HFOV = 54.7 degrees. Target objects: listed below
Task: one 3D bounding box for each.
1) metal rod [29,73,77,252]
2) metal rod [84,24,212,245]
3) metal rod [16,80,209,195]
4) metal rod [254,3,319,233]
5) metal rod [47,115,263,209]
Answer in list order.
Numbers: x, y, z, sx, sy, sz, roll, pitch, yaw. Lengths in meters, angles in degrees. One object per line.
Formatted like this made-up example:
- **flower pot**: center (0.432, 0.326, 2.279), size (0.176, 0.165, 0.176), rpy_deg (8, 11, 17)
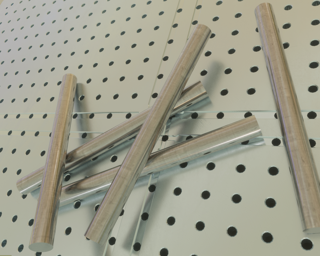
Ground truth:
- **metal rod**: center (-0.143, 0.022, 0.437), size (0.025, 0.025, 0.300), rpy_deg (-22, 44, 14)
- **metal rod**: center (-0.006, -0.006, 0.380), size (0.025, 0.025, 0.300), rpy_deg (15, 69, 34)
- **metal rod**: center (-0.072, 0.017, 0.433), size (0.301, 0.025, 0.025), rpy_deg (-28, 52, 9)
- **metal rod**: center (0.143, -0.036, 0.355), size (0.025, 0.025, 0.299), rpy_deg (-13, 56, 21)
- **metal rod**: center (-0.024, 0.050, 0.388), size (0.301, 0.025, 0.025), rpy_deg (-21, 54, 14)
